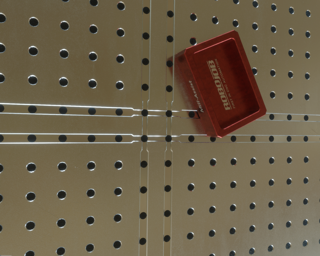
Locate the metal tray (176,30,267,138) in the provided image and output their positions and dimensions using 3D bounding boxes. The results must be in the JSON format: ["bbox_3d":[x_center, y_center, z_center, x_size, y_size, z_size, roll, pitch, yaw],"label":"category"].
[{"bbox_3d":[0.089,-0.062,0.442,0.091,0.030,0.130,-26,99,-18],"label":"metal tray"}]
